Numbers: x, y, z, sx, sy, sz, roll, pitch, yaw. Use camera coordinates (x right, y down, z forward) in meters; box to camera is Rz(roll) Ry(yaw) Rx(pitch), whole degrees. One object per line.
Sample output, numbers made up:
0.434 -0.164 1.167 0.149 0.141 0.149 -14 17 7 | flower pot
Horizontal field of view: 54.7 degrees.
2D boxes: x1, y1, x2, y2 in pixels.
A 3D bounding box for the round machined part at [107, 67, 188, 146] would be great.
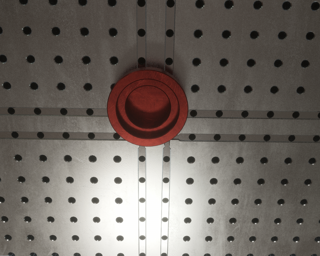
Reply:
-0.015 -0.029 0.393 0.099 0.042 0.097 0 110 -1 | round machined part
